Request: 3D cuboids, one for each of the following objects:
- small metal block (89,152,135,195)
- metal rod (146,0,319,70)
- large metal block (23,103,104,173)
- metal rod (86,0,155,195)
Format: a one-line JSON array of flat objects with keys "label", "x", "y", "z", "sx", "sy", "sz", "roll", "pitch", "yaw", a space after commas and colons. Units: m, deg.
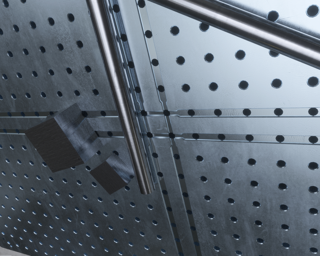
[{"label": "small metal block", "x": -0.077, "y": 0.074, "z": 0.497, "sx": 0.050, "sy": 0.025, "sz": 0.050, "roll": 49, "pitch": 129, "yaw": -7}, {"label": "metal rod", "x": 0.076, "y": -0.104, "z": 0.306, "sx": 0.301, "sy": 0.025, "sz": 0.025, "roll": 26, "pitch": 128, "yaw": 11}, {"label": "large metal block", "x": -0.150, "y": 0.017, "z": 0.485, "sx": 0.080, "sy": 0.050, "sz": 0.080, "roll": -18, "pitch": 109, "yaw": 35}, {"label": "metal rod", "x": -0.048, "y": -0.036, "z": 0.414, "sx": 0.025, "sy": 0.025, "sz": 0.298, "roll": 2, "pitch": 120, "yaw": 27}]
